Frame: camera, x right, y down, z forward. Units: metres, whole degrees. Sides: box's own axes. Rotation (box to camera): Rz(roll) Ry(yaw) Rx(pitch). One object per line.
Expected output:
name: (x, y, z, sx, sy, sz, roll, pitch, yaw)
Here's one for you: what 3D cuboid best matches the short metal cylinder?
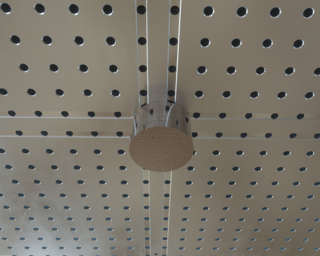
short metal cylinder: (0.002, 0.012, 0.405, 0.080, 0.050, 0.080, 0, 130, 0)
